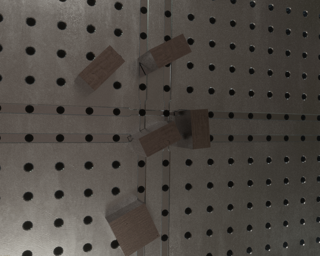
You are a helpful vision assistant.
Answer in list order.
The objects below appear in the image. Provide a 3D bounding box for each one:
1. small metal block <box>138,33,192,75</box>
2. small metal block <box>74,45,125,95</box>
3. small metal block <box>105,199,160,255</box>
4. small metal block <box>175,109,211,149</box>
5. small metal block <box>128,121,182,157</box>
[{"bbox_3d":[0.005,-0.095,0.402,0.050,0.050,0.025,-31,101,-18],"label":"small metal block"},{"bbox_3d":[-0.074,-0.068,0.373,0.025,0.050,0.050,46,76,-15],"label":"small metal block"},{"bbox_3d":[-0.035,0.128,0.401,0.050,0.025,0.050,-27,99,-18],"label":"small metal block"},{"bbox_3d":[0.043,0.001,0.416,0.025,0.050,0.050,-5,92,-20],"label":"small metal block"},{"bbox_3d":[-0.008,0.013,0.398,0.050,0.050,0.025,-27,99,-18],"label":"small metal block"}]
